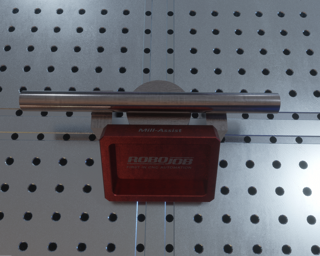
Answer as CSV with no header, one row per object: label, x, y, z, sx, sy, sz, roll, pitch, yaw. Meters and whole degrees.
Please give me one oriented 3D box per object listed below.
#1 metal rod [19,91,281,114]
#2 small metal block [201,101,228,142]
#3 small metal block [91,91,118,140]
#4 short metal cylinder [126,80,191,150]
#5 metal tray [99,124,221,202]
metal rod,-0.012,-0.031,0.369,0.302,0.025,0.025,1,70,0
small metal block,0.069,-0.012,0.403,0.025,0.050,0.050,-1,70,0
small metal block,-0.071,-0.015,0.404,0.025,0.050,0.050,-1,70,0
short metal cylinder,-0.001,-0.015,0.404,0.081,0.050,0.080,0,70,0
metal tray,0.000,0.042,0.364,0.131,0.089,0.030,0,27,0
